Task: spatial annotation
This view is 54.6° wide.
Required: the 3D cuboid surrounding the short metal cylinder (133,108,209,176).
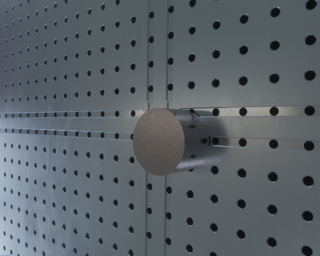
[{"bbox_3d":[0.013,0.016,0.384,0.080,0.050,0.080,0,90,40],"label":"short metal cylinder"}]
